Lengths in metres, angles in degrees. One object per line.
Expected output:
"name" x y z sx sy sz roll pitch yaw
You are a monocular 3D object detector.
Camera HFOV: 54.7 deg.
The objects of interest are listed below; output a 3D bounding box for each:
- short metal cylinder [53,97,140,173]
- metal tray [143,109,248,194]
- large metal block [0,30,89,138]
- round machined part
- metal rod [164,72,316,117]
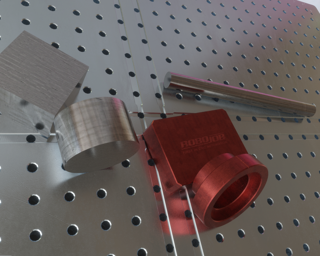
"short metal cylinder" -0.067 0.009 0.332 0.081 0.080 0.050 -8 66 -32
"metal tray" 0.052 0.026 0.419 0.131 0.030 0.090 -11 67 -33
"large metal block" -0.139 -0.049 0.348 0.080 0.050 0.080 29 52 -10
"round machined part" 0.078 0.069 0.371 0.099 0.097 0.042 -11 40 -33
"metal rod" 0.147 -0.052 0.521 0.302 0.025 0.025 8 58 -24
